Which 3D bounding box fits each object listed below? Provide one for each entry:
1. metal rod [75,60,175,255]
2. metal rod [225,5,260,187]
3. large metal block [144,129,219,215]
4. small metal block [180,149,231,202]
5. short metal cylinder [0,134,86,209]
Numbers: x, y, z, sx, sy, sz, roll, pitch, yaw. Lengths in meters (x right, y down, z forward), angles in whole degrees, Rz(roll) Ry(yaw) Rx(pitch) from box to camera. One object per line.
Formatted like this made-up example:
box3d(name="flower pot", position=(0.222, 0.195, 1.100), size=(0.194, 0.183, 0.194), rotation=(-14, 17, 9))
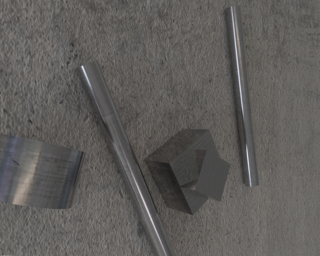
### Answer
box3d(name="metal rod", position=(-0.031, 0.065, 0.378), size=(0.025, 0.025, 0.298), rotation=(-32, 110, -35))
box3d(name="metal rod", position=(0.139, -0.049, 0.520), size=(0.025, 0.025, 0.298), rotation=(-14, 99, -39))
box3d(name="large metal block", position=(0.037, 0.056, 0.420), size=(0.080, 0.050, 0.080), rotation=(-37, 113, -34))
box3d(name="small metal block", position=(0.058, 0.059, 0.388), size=(0.050, 0.025, 0.050), rotation=(31, 71, -36))
box3d(name="short metal cylinder", position=(-0.112, 0.038, 0.275), size=(0.080, 0.080, 0.050), rotation=(19, 78, -39))
